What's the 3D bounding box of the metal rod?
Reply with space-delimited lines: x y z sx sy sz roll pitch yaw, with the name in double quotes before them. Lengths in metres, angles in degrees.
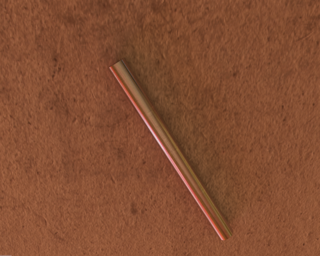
"metal rod" 0.023 0.040 0.424 0.025 0.025 0.299 -29 108 10
